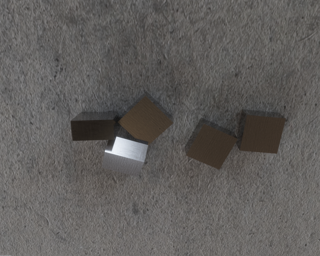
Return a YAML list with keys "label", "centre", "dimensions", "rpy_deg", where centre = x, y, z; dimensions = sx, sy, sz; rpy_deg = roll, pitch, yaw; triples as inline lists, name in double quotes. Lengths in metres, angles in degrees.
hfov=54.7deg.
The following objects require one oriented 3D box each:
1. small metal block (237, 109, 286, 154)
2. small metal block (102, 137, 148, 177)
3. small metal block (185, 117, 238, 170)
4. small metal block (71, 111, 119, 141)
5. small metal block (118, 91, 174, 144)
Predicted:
- label: "small metal block"
  centre: [0.133, 0.004, 0.413]
  dimensions: [0.050, 0.025, 0.050]
  rpy_deg: [5, 110, -2]
- label: "small metal block"
  centre: [-0.047, 0.038, 0.410]
  dimensions: [0.050, 0.025, 0.050]
  rpy_deg: [16, 147, -6]
- label: "small metal block"
  centre: [0.068, 0.021, 0.418]
  dimensions: [0.050, 0.025, 0.050]
  rpy_deg: [24, 108, -9]
- label: "small metal block"
  centre: [-0.080, -0.004, 0.393]
  dimensions: [0.050, 0.050, 0.025]
  rpy_deg: [-2, 105, 0]
- label: "small metal block"
  centre: [-0.018, -0.011, 0.405]
  dimensions: [0.050, 0.025, 0.050]
  rpy_deg: [-42, 105, 14]
